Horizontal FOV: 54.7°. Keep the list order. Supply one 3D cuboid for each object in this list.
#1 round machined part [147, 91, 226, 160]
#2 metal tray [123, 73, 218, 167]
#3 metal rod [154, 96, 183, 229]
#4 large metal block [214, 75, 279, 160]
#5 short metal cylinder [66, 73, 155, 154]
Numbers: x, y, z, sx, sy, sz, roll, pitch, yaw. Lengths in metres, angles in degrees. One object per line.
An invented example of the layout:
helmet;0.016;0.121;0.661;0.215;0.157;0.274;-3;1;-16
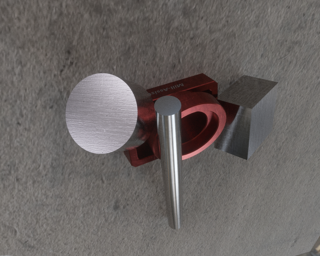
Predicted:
round machined part;0.028;-0.006;0.379;0.099;0.042;0.097;-19;142;-16
metal tray;0.013;-0.011;0.407;0.131;0.030;0.089;-19;126;-18
metal rod;0.017;0.069;0.405;0.025;0.025;0.299;-25;145;-14
large metal block;0.118;-0.017;0.427;0.080;0.050;0.079;-38;135;-38
short metal cylinder;-0.051;-0.014;0.329;0.080;0.080;0.050;-55;164;11
